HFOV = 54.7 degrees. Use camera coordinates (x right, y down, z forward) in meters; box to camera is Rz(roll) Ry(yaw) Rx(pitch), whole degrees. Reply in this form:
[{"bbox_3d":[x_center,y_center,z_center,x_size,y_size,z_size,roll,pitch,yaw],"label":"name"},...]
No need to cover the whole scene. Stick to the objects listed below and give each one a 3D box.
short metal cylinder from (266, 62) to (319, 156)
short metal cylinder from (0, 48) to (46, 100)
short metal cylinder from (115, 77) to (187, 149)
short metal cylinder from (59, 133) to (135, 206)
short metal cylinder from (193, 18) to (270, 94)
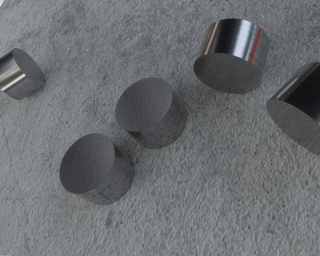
[{"bbox_3d":[0.152,-0.016,0.299,0.050,0.080,0.080,-45,51,-3],"label":"short metal cylinder"},{"bbox_3d":[-0.257,-0.097,0.564,0.050,0.080,0.080,-31,52,8],"label":"short metal cylinder"},{"bbox_3d":[-0.011,-0.019,0.405,0.080,0.050,0.080,-13,56,21],"label":"short metal cylinder"},{"bbox_3d":[-0.079,0.053,0.397,0.080,0.050,0.080,-13,56,21],"label":"short metal cylinder"},{"bbox_3d":[0.087,-0.084,0.375,0.080,0.080,0.050,7,66,31],"label":"short metal cylinder"}]
